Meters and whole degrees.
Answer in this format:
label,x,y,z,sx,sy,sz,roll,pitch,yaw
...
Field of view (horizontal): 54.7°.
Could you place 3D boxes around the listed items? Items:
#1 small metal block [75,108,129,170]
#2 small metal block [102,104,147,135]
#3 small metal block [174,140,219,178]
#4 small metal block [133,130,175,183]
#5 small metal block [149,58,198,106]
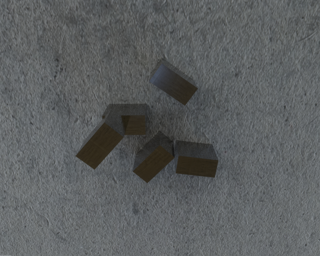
label,x,y,z,sx,sy,sz,roll,pitch,yaw
small metal block,-0.063,0.011,0.346,0.025,0.050,0.050,39,105,-13
small metal block,-0.043,-0.012,0.392,0.050,0.050,0.025,-1,110,0
small metal block,0.046,0.040,0.412,0.050,0.050,0.025,7,110,-3
small metal block,-0.008,0.037,0.410,0.025,0.050,0.050,42,105,-14
small metal block,0.016,-0.058,0.375,0.050,0.050,0.025,33,107,-12
